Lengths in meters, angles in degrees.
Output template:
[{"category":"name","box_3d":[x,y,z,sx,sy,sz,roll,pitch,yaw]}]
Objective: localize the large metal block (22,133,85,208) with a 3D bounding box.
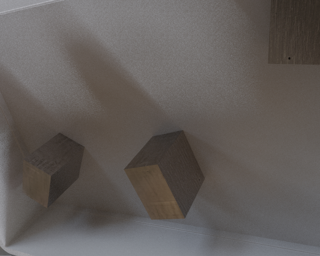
[{"category":"large metal block","box_3d":[-0.173,0.068,0.504,0.050,0.080,0.079,29,128,10]}]

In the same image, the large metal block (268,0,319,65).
[{"category":"large metal block","box_3d":[0.138,-0.099,0.258,0.080,0.050,0.079,7,121,24]}]

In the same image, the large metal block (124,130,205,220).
[{"category":"large metal block","box_3d":[0.010,0.060,0.404,0.050,0.080,0.080,-13,112,33]}]
